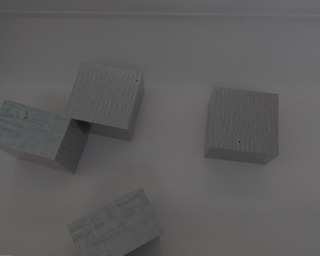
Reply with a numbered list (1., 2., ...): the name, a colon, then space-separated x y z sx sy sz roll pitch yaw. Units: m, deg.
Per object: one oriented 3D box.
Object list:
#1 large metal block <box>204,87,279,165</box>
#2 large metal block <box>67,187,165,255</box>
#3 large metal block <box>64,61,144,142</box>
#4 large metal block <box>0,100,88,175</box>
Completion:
1. large metal block: 0.103 -0.002 0.398 0.080 0.050 0.080 7 70 2
2. large metal block: -0.045 0.112 0.336 0.080 0.080 0.050 -25 72 -14
3. large metal block: -0.070 -0.034 0.408 0.080 0.050 0.080 11 70 4
4. large metal block: -0.143 0.014 0.374 0.080 0.080 0.050 15 71 5
